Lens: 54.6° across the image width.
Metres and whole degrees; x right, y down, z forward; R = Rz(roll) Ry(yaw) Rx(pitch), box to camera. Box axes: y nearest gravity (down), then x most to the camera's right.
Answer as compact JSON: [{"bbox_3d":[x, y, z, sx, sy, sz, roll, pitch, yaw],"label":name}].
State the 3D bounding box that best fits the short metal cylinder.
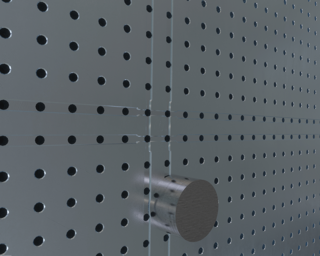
[{"bbox_3d":[0.034,0.107,0.420,0.081,0.050,0.080,0,90,-40],"label":"short metal cylinder"}]
